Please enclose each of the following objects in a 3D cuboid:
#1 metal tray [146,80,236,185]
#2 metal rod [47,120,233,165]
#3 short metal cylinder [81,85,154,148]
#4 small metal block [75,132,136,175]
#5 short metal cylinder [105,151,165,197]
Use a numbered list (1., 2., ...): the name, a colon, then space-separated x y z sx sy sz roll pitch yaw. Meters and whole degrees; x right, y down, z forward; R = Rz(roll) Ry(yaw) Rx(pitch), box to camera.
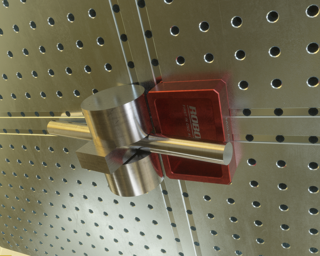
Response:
1. metal tray: 0.042 0.007 0.390 0.090 0.030 0.129 1 119 27
2. metal rod: -0.050 0.013 0.416 0.300 0.025 0.025 7 122 35
3. short metal cylinder: -0.053 -0.017 0.391 0.080 0.080 0.050 1 119 28
4. small metal block: -0.067 0.030 0.387 0.050 0.050 0.025 6 121 35
5. short metal cylinder: -0.038 0.049 0.425 0.080 0.080 0.050 2 119 27
